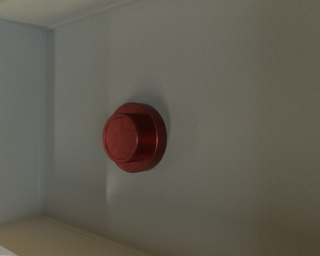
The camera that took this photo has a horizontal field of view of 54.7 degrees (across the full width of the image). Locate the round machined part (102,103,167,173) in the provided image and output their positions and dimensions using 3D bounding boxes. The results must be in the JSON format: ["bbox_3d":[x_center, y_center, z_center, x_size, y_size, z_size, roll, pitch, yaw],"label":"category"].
[{"bbox_3d":[-0.042,0.014,0.428,0.098,0.042,0.097,0,90,39],"label":"round machined part"}]
